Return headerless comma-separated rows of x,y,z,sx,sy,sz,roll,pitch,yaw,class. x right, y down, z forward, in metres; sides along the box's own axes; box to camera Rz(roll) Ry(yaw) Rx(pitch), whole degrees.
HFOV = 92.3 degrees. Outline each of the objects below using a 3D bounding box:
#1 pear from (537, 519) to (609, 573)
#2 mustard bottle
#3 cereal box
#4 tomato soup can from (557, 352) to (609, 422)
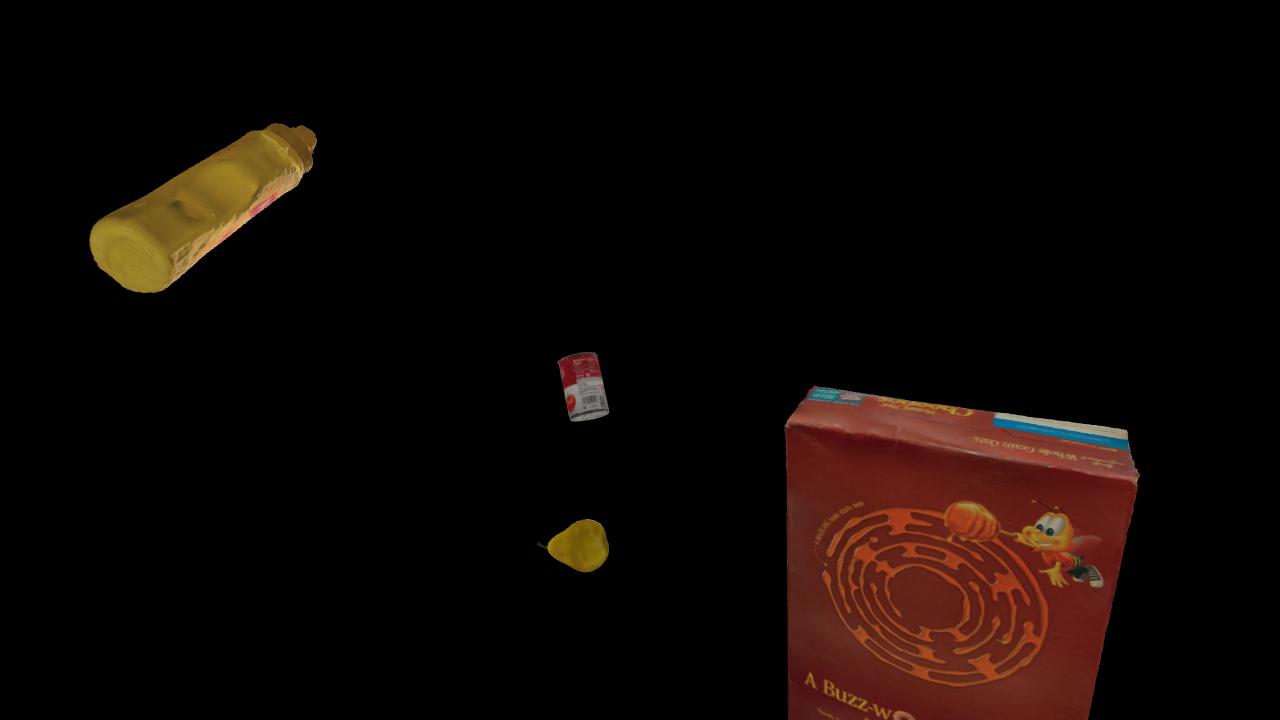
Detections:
-0.107,0.297,0.968,0.111,0.080,0.080,-16,-2,6,pear
-0.313,-0.130,0.469,0.092,0.184,0.054,-22,-58,41,mustard bottle
0.217,0.181,0.459,0.203,0.306,0.081,7,22,32,cereal box
-0.091,0.045,1.006,0.068,0.101,0.068,-13,-13,-3,tomato soup can
